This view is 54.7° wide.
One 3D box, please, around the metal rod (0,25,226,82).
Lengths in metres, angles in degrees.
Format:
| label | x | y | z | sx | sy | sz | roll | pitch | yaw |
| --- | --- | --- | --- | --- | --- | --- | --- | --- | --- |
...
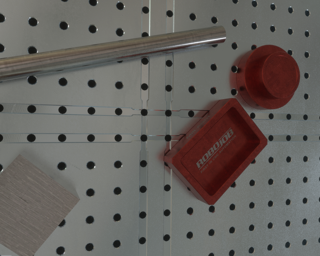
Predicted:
| label | x | y | z | sx | sy | sz | roll | pitch | yaw |
| --- | --- | --- | --- | --- | --- | --- | --- | --- | --- |
| metal rod | -0.050 | -0.098 | 0.393 | 0.302 | 0.025 | 0.025 | -15 | 95 | -20 |

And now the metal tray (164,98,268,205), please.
| label | x | y | z | sx | sy | sz | roll | pitch | yaw |
| --- | --- | --- | --- | --- | --- | --- | --- | --- | --- |
| metal tray | 0.082 | 0.031 | 0.439 | 0.130 | 0.030 | 0.090 | -44 | 104 | -15 |

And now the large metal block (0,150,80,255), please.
| label | x | y | z | sx | sy | sz | roll | pitch | yaw |
| --- | --- | --- | --- | --- | --- | --- | --- | --- | --- |
| large metal block | -0.150 | 0.083 | 0.344 | 0.080 | 0.050 | 0.080 | 43 | 77 | -15 |

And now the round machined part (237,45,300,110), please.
| label | x | y | z | sx | sy | sz | roll | pitch | yaw |
| --- | --- | --- | --- | --- | --- | --- | --- | --- | --- |
| round machined part | 0.169 | -0.077 | 0.466 | 0.099 | 0.042 | 0.097 | 0 | 90 | -20 |
